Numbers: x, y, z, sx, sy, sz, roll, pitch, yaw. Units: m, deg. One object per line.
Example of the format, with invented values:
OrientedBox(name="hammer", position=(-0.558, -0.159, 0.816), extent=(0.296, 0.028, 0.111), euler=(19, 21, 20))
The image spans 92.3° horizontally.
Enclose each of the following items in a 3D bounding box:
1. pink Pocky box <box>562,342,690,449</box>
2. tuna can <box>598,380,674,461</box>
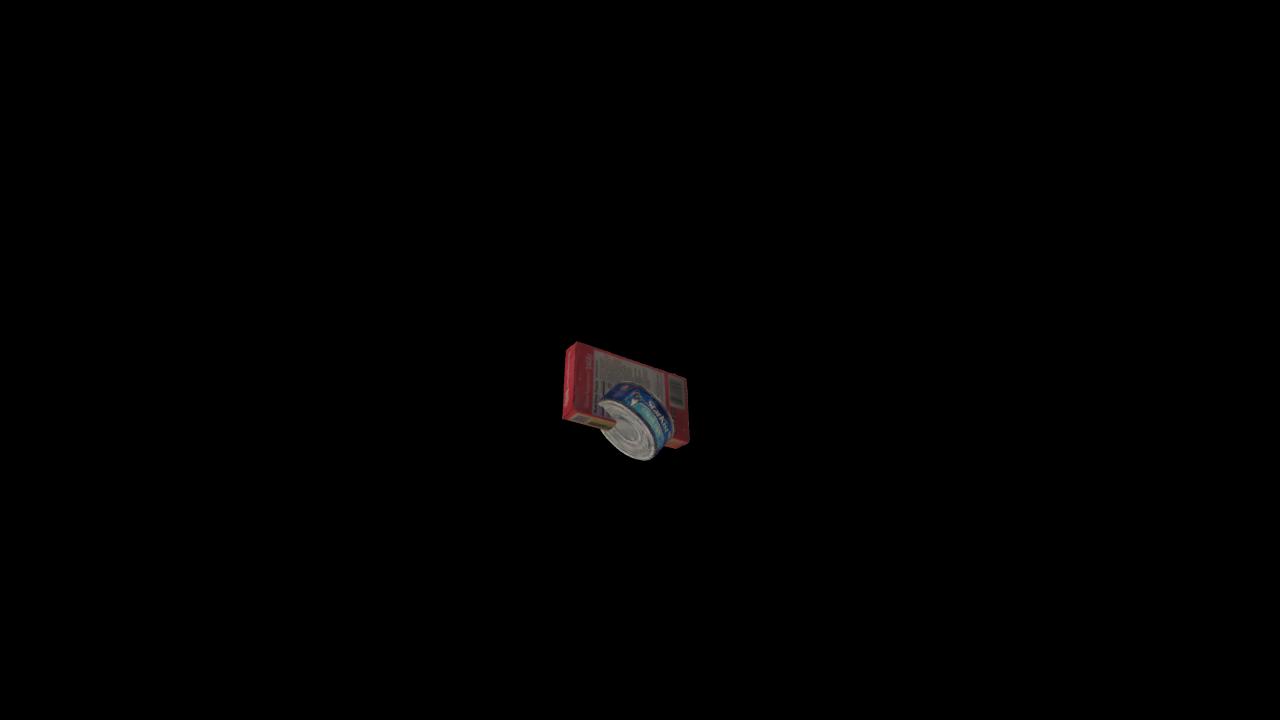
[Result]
OrientedBox(name="pink Pocky box", position=(-0.013, 0.041, 0.684), extent=(0.155, 0.084, 0.029), euler=(19, -35, -31))
OrientedBox(name="tuna can", position=(-0.007, 0.065, 0.646), extent=(0.084, 0.084, 0.034), euler=(0, 33, 46))
